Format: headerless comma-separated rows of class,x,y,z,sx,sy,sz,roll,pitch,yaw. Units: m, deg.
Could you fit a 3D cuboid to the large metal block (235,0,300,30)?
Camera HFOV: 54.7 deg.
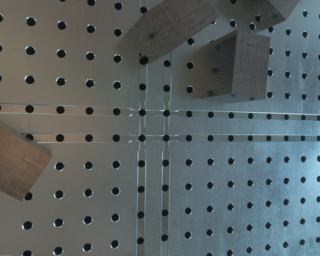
large metal block,0.165,-0.209,0.462,0.080,0.050,0.080,40,77,-16

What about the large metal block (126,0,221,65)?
large metal block,0.014,-0.129,0.389,0.080,0.080,0.050,-38,103,-16

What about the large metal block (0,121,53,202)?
large metal block,-0.164,0.027,0.323,0.080,0.080,0.050,34,79,-17

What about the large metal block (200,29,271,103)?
large metal block,0.100,-0.079,0.422,0.050,0.080,0.080,6,88,-20
